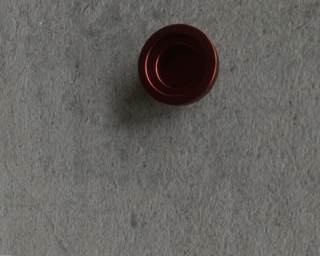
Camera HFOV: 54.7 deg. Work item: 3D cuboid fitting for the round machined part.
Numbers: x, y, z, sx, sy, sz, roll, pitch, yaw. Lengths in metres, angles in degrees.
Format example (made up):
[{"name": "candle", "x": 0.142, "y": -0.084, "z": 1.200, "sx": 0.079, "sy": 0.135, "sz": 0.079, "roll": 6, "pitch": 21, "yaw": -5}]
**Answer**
[{"name": "round machined part", "x": 0.026, "y": -0.076, "z": 0.390, "sx": 0.098, "sy": 0.042, "sz": 0.097, "roll": 0, "pitch": 90, "yaw": 19}]
